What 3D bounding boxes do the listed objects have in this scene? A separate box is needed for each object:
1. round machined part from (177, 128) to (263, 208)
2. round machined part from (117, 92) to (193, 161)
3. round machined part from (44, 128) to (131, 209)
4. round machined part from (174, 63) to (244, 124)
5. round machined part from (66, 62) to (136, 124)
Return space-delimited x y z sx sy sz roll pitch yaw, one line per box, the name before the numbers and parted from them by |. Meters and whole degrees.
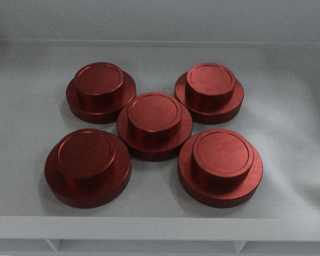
round machined part | 0.070 0.039 0.361 0.099 0.042 0.098 0 50 0
round machined part | -0.007 -0.009 0.399 0.099 0.042 0.098 0 50 0
round machined part | -0.083 0.039 0.358 0.099 0.042 0.098 0 50 0
round machined part | 0.070 -0.055 0.440 0.099 0.042 0.098 0 50 0
round machined part | -0.084 -0.056 0.438 0.099 0.042 0.098 0 50 0
